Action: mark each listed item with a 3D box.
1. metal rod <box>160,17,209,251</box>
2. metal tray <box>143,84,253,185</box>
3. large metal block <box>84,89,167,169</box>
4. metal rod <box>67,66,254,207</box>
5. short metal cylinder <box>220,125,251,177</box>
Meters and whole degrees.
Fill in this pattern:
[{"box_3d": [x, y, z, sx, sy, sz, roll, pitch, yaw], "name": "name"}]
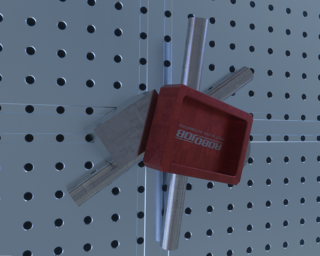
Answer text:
[{"box_3d": [0.030, 0.013, 0.401, 0.025, 0.025, 0.298, 4, 98, -20], "name": "metal rod"}, {"box_3d": [0.049, 0.012, 0.354, 0.131, 0.030, 0.090, 17, 84, -38], "name": "metal tray"}, {"box_3d": [-0.038, 0.000, 0.370, 0.080, 0.080, 0.050, -36, 102, -17], "name": "large metal block"}, {"box_3d": [0.012, 0.002, 0.419, 0.301, 0.025, 0.025, -35, 102, -17], "name": "metal rod"}, {"box_3d": [0.076, 0.026, 0.428, 0.081, 0.050, 0.079, 0, 90, -21], "name": "short metal cylinder"}]
